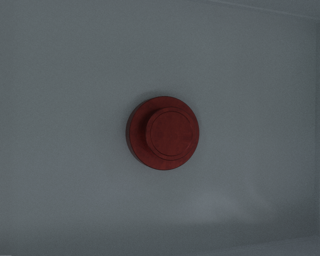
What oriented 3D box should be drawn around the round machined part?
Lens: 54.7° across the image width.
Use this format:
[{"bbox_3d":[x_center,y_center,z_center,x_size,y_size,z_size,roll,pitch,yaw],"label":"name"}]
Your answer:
[{"bbox_3d":[0.008,0.007,0.404,0.099,0.042,0.097,0,90,-20],"label":"round machined part"}]
